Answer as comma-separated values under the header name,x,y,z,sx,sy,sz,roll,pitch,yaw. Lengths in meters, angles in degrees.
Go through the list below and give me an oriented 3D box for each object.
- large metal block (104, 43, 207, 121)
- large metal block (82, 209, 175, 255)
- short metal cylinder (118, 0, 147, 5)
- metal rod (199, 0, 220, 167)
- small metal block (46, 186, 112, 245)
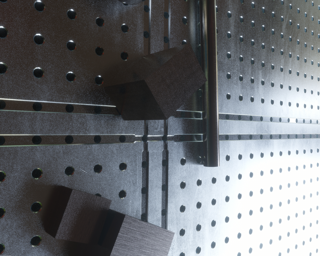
name,x,y,z,sx,sy,sz,roll,pitch,yaw
large metal block,-0.005,-0.053,0.371,0.080,0.080,0.050,-45,117,-31
large metal block,-0.039,0.146,0.362,0.080,0.050,0.080,33,70,-36
short metal cylinder,-0.027,-0.196,0.372,0.081,0.050,0.079,0,90,-40
metal rod,0.075,-0.091,0.474,0.025,0.025,0.298,-3,92,-40
small metal block,-0.087,0.095,0.338,0.050,0.025,0.050,28,73,-37
